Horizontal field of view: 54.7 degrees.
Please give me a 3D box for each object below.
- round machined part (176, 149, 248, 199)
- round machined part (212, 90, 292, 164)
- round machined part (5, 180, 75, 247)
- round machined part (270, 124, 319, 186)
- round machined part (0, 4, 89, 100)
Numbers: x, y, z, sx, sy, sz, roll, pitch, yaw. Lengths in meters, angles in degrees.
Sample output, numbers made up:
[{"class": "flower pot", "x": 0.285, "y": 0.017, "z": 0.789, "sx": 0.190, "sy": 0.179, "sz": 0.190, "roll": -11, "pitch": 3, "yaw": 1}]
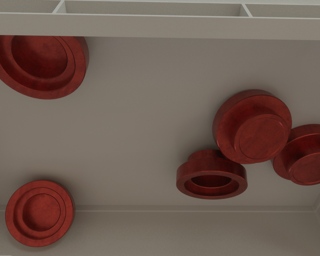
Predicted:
[{"class": "round machined part", "x": 0.073, "y": 0.065, "z": 0.443, "sx": 0.099, "sy": 0.042, "sz": 0.098, "roll": 3, "pitch": 146, "yaw": 2}, {"class": "round machined part", "x": 0.119, "y": 0.005, "z": 0.387, "sx": 0.099, "sy": 0.042, "sz": 0.097, "roll": -4, "pitch": 116, "yaw": -7}, {"class": "round machined part", "x": -0.182, "y": 0.130, "z": 0.483, "sx": 0.099, "sy": 0.098, "sz": 0.042, "roll": 6, "pitch": 170, "yaw": -5}, {"class": "round machined part", "x": 0.211, "y": 0.045, "z": 0.439, "sx": 0.099, "sy": 0.042, "sz": 0.097, "roll": -1, "pitch": 130, "yaw": 0}, {"class": "round machined part", "x": -0.124, "y": -0.081, "z": 0.327, "sx": 0.099, "sy": 0.042, "sz": 0.097, "roll": -1, "pitch": 130, "yaw": 0}]
